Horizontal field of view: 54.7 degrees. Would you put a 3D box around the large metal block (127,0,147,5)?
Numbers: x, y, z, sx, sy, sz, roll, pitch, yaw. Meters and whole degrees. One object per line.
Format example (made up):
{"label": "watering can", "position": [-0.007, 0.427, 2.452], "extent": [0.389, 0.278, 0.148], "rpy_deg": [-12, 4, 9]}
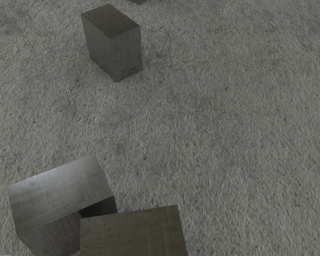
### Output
{"label": "large metal block", "position": [-0.038, -0.312, 0.629], "extent": [0.050, 0.080, 0.080], "rpy_deg": [27, 55, 21]}

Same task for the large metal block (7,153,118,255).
{"label": "large metal block", "position": [-0.087, 0.080, 0.299], "extent": [0.081, 0.080, 0.050], "rpy_deg": [-21, 53, -17]}

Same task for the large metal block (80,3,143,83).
{"label": "large metal block", "position": [-0.073, -0.131, 0.477], "extent": [0.050, 0.080, 0.080], "rpy_deg": [-32, 57, -24]}

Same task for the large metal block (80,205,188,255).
{"label": "large metal block", "position": [-0.021, 0.114, 0.272], "extent": [0.081, 0.080, 0.050], "rpy_deg": [-7, 51, -6]}
